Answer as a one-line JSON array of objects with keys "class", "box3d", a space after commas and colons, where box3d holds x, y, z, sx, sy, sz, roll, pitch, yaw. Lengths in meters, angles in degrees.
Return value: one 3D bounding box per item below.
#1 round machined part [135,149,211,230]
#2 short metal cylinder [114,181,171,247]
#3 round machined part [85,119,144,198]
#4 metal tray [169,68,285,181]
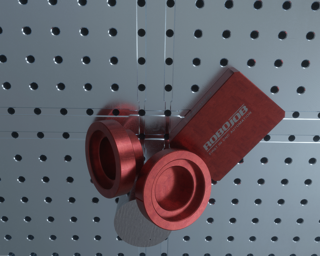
[{"class": "round machined part", "box3d": [0.013, 0.074, 0.390, 0.099, 0.042, 0.097, -2, 94, -30]}, {"class": "short metal cylinder", "box3d": [-0.023, 0.122, 0.445, 0.081, 0.050, 0.079, 0, 110, -1]}, {"class": "round machined part", "box3d": [-0.056, 0.037, 0.398, 0.042, 0.098, 0.097, -9, 115, -36]}, {"class": "metal tray", "box3d": [0.085, -0.002, 0.411, 0.090, 0.030, 0.130, 38, 105, -13]}]
